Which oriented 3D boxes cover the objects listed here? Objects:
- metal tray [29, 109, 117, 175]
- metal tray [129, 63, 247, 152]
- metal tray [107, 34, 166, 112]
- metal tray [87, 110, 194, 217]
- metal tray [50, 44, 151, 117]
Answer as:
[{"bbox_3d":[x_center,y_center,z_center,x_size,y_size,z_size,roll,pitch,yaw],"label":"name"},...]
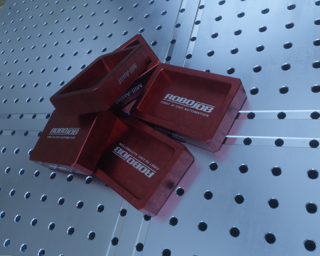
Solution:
[{"bbox_3d":[-0.127,0.014,0.442,0.130,0.030,0.090,-1,61,44],"label":"metal tray"},{"bbox_3d":[0.034,-0.032,0.406,0.130,0.030,0.090,20,73,35],"label":"metal tray"},{"bbox_3d":[-0.063,-0.081,0.488,0.130,0.030,0.090,-34,50,5],"label":"metal tray"},{"bbox_3d":[-0.034,0.039,0.398,0.130,0.030,0.090,28,78,37],"label":"metal tray"},{"bbox_3d":[-0.080,-0.069,0.435,0.090,0.030,0.130,-6,35,34],"label":"metal tray"}]
